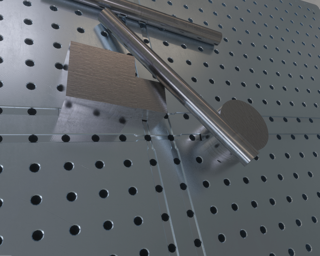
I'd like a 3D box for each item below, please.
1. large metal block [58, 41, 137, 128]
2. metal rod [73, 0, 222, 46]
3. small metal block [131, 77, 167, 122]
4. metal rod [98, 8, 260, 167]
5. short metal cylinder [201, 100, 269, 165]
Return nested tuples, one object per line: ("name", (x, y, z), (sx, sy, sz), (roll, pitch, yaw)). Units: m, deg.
("large metal block", (-0.077, -0.051, 0.382), (0.081, 0.050, 0.080), (9, 58, -24))
("metal rod", (-0.031, -0.187, 0.505), (0.302, 0.025, 0.025), (10, 57, -23))
("small metal block", (-0.020, -0.039, 0.421), (0.050, 0.025, 0.050), (9, 58, -23))
("metal rod", (0.014, -0.066, 0.422), (0.025, 0.025, 0.300), (-29, 68, -38))
("short metal cylinder", (0.107, 0.006, 0.446), (0.081, 0.050, 0.080), (14, 56, -21))
